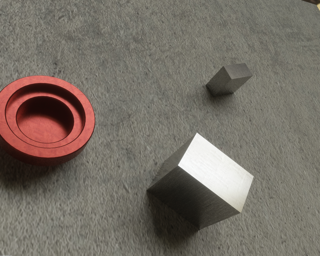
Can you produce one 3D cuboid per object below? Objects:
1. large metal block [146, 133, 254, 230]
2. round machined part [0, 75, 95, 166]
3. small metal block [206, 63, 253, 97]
[{"bbox_3d":[0.044,0.064,0.355,0.080,0.080,0.050,38,51,-4],"label":"large metal block"},{"bbox_3d":[-0.123,-0.004,0.330,0.099,0.042,0.098,14,56,-21],"label":"round machined part"},{"bbox_3d":[0.111,-0.077,0.497,0.050,0.050,0.025,-14,70,-34],"label":"small metal block"}]
